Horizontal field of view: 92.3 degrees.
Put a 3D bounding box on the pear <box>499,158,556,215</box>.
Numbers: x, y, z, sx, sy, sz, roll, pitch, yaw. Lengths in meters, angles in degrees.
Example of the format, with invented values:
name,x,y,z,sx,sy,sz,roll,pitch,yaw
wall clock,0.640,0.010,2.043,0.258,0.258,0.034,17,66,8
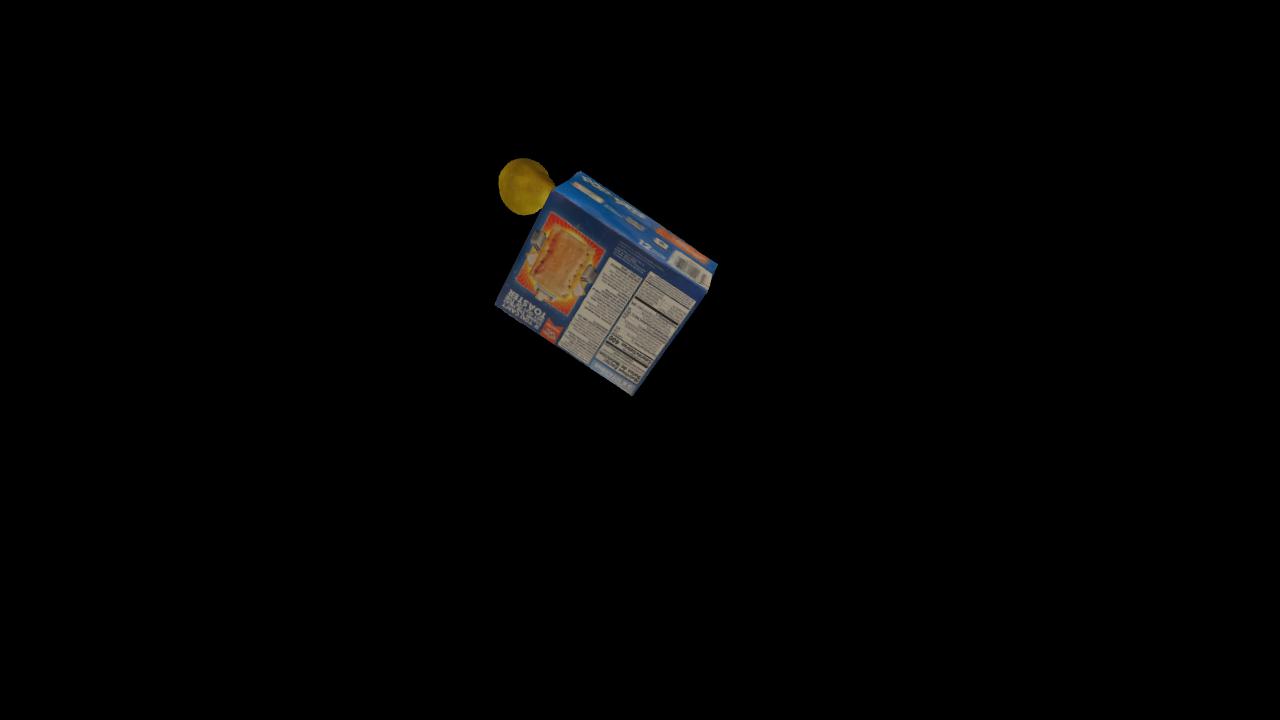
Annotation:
name,x,y,z,sx,sy,sz,roll,pitch,yaw
pear,-0.151,-0.245,0.873,0.111,0.080,0.080,17,11,43

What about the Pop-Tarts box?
name,x,y,z,sx,sy,sz,roll,pitch,yaw
Pop-Tarts box,-0.033,-0.075,0.609,0.167,0.141,0.083,34,30,-2
